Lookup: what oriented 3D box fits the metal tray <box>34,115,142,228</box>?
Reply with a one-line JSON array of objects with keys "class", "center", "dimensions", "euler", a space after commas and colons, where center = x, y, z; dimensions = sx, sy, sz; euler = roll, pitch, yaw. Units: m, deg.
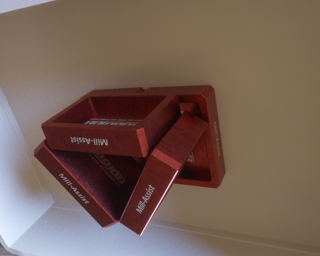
[{"class": "metal tray", "center": [-0.082, 0.050, 0.399], "dimensions": [0.130, 0.090, 0.030], "euler": [49, 129, -7]}]

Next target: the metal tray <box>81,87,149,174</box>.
[{"class": "metal tray", "center": [-0.052, 0.010, 0.439], "dimensions": [0.090, 0.030, 0.129], "euler": [1, 118, 28]}]

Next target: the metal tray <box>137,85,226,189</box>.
[{"class": "metal tray", "center": [0.029, 0.012, 0.396], "dimensions": [0.090, 0.030, 0.129], "euler": [1, 118, 28]}]

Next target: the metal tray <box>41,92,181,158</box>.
[{"class": "metal tray", "center": [-0.053, -0.008, 0.347], "dimensions": [0.130, 0.090, 0.030], "euler": [2, 120, 27]}]

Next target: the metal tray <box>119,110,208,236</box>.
[{"class": "metal tray", "center": [0.003, 0.052, 0.355], "dimensions": [0.030, 0.090, 0.129], "euler": [31, 129, 8]}]
